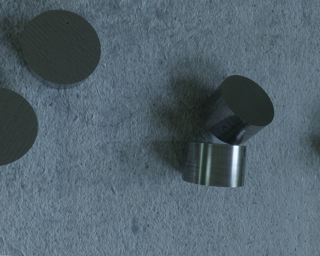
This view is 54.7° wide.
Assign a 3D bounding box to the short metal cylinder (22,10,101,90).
[{"bbox_3d":[-0.112,-0.087,0.354,0.081,0.050,0.080,0,90,-20],"label":"short metal cylinder"}]

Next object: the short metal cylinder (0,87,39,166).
[{"bbox_3d":[-0.173,-0.002,0.332,0.081,0.050,0.080,0,90,-20],"label":"short metal cylinder"}]

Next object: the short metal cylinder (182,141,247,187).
[{"bbox_3d":[0.071,0.045,0.406,0.081,0.080,0.050,5,89,-20],"label":"short metal cylinder"}]

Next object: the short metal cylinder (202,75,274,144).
[{"bbox_3d":[0.104,-0.024,0.415,0.081,0.050,0.080,14,54,-20],"label":"short metal cylinder"}]
